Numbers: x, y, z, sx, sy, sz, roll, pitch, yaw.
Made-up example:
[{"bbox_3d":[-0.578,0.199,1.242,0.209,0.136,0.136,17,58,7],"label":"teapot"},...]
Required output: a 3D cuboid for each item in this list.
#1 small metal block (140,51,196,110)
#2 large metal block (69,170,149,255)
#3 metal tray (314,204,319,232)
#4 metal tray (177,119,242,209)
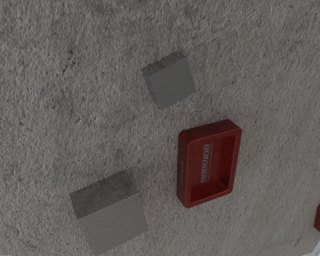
[{"bbox_3d":[0.011,-0.058,0.377,0.050,0.025,0.050,-30,129,-10],"label":"small metal block"},{"bbox_3d":[-0.068,0.116,0.425,0.081,0.050,0.080,-22,127,-15],"label":"large metal block"},{"bbox_3d":[0.452,0.204,0.777,0.131,0.030,0.089,-23,127,-15],"label":"metal tray"},{"bbox_3d":[0.074,0.057,0.478,0.091,0.030,0.129,-14,124,-21],"label":"metal tray"}]
